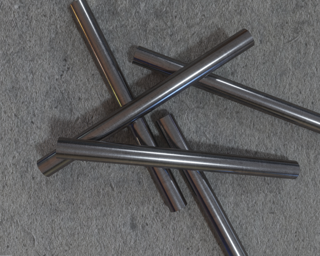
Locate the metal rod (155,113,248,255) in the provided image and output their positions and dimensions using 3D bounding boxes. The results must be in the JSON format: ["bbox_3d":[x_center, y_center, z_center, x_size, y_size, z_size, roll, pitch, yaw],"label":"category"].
[{"bbox_3d":[0.075,0.118,0.410,0.025,0.025,0.299,-28,90,0],"label":"metal rod"}]

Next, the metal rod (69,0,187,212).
[{"bbox_3d":[-0.042,-0.029,0.409,0.025,0.025,0.299,-26,90,0],"label":"metal rod"}]

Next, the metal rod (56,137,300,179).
[{"bbox_3d":[0.031,0.039,0.382,0.302,0.025,0.025,6,90,-11],"label":"metal rod"}]

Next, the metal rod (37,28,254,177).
[{"bbox_3d":[-0.017,-0.031,0.383,0.301,0.025,0.025,-33,90,0],"label":"metal rod"}]

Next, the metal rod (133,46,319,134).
[{"bbox_3d":[0.110,-0.044,0.410,0.301,0.025,0.025,21,90,0],"label":"metal rod"}]
